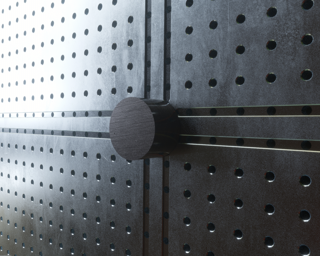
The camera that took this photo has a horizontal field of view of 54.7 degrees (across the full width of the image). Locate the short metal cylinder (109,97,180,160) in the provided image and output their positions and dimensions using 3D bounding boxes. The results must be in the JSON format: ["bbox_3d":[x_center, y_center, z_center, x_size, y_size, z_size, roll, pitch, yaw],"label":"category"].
[{"bbox_3d":[-0.021,0.001,0.407,0.080,0.050,0.079,0,90,39],"label":"short metal cylinder"}]
